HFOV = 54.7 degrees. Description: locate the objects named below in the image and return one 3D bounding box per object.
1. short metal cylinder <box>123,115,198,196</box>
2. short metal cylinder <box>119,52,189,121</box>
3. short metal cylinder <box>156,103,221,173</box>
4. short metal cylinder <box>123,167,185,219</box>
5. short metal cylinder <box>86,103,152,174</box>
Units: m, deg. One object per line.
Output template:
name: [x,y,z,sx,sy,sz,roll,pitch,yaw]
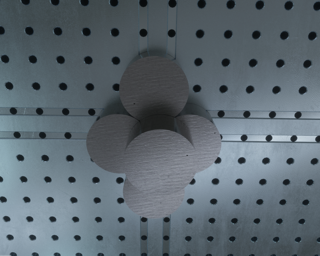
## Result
short metal cylinder: [0.000,0.030,0.357,0.081,0.050,0.079,0,110,0]
short metal cylinder: [-0.007,-0.051,0.381,0.081,0.050,0.079,-1,110,-1]
short metal cylinder: [0.035,0.013,0.404,0.081,0.050,0.079,0,110,0]
short metal cylinder: [-0.008,0.076,0.427,0.081,0.050,0.079,0,108,-1]
short metal cylinder: [-0.050,0.012,0.404,0.081,0.050,0.079,0,110,0]
